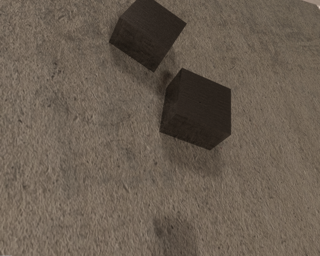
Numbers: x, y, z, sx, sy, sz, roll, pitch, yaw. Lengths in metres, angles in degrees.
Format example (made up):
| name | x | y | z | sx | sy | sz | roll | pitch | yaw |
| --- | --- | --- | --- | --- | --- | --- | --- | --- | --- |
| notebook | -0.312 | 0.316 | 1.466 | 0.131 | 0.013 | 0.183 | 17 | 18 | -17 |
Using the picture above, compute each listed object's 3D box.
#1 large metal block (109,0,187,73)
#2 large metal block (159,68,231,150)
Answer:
| name | x | y | z | sx | sy | sz | roll | pitch | yaw |
| --- | --- | --- | --- | --- | --- | --- | --- | --- | --- |
| large metal block | -0.017 | -0.144 | 0.468 | 0.080 | 0.050 | 0.080 | 34 | 51 | -7 |
| large metal block | 0.051 | -0.025 | 0.433 | 0.080 | 0.050 | 0.080 | 20 | 54 | -17 |
